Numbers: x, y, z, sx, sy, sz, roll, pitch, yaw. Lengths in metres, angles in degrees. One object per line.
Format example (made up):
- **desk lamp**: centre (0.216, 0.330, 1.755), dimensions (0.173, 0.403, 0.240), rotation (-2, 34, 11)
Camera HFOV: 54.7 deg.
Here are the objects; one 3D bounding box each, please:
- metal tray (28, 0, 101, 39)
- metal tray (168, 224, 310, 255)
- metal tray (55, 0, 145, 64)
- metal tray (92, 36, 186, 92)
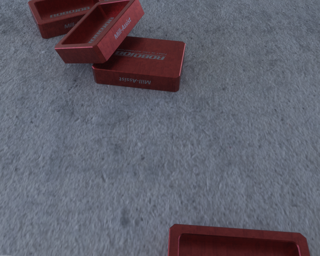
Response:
- **metal tray**: centre (-0.168, -0.218, 0.580), dimensions (0.131, 0.030, 0.090), rotation (-21, 53, -17)
- **metal tray**: centre (0.071, 0.140, 0.282), dimensions (0.131, 0.030, 0.090), rotation (4, 50, 2)
- **metal tray**: centre (-0.093, -0.155, 0.490), dimensions (0.090, 0.030, 0.130), rotation (8, 54, 33)
- **metal tray**: centre (-0.030, -0.104, 0.487), dimensions (0.131, 0.030, 0.090), rotation (7, 50, 5)
